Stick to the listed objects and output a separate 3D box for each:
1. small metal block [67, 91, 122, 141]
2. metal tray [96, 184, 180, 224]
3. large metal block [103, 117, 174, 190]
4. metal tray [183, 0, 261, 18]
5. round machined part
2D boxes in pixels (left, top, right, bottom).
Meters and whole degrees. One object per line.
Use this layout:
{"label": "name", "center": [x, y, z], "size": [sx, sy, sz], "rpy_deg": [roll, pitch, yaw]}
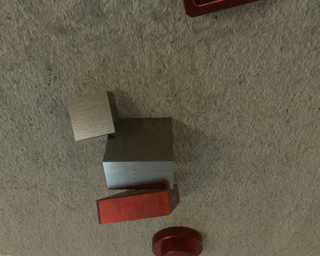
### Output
{"label": "small metal block", "center": [-0.079, -0.014, 0.377], "size": [0.050, 0.025, 0.050], "rpy_deg": [-12, 88, 10]}
{"label": "metal tray", "center": [-0.024, 0.104, 0.440], "size": [0.090, 0.030, 0.130], "rpy_deg": [-10, 172, 8]}
{"label": "large metal block", "center": [-0.024, 0.031, 0.397], "size": [0.081, 0.080, 0.050], "rpy_deg": [-1, 130, 0]}
{"label": "metal tray", "center": [0.052, -0.169, 0.259], "size": [0.090, 0.030, 0.129], "rpy_deg": [-12, 130, 9]}
{"label": "round machined part", "center": [0.034, 0.235, 0.596], "size": [0.099, 0.042, 0.097], "rpy_deg": [0, 130, 0]}
